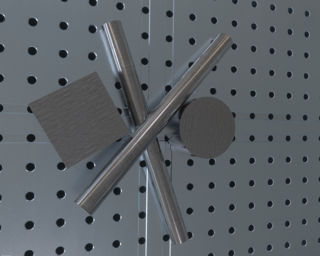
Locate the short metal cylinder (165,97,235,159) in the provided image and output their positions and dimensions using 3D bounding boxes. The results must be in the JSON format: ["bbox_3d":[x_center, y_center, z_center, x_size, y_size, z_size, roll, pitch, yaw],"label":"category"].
[{"bbox_3d":[0.053,-0.001,0.419,0.081,0.050,0.079,0,90,-20],"label":"short metal cylinder"}]

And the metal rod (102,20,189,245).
[{"bbox_3d":[-0.017,0.011,0.406,0.025,0.025,0.298,-20,97,-19],"label":"metal rod"}]

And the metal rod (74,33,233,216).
[{"bbox_3d":[0.005,-0.020,0.391,0.025,0.025,0.301,46,67,-15],"label":"metal rod"}]

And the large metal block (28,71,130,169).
[{"bbox_3d":[-0.095,-0.010,0.365,0.080,0.050,0.080,-31,100,-17],"label":"large metal block"}]
